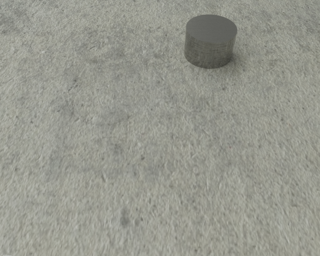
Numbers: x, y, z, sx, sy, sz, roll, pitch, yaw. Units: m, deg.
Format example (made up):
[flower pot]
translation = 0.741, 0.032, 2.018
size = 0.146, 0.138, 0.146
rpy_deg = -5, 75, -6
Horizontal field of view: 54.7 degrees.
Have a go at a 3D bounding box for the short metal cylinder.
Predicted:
[short metal cylinder]
translation = 0.081, -0.142, 0.508
size = 0.081, 0.050, 0.080
rpy_deg = 0, 50, 0
